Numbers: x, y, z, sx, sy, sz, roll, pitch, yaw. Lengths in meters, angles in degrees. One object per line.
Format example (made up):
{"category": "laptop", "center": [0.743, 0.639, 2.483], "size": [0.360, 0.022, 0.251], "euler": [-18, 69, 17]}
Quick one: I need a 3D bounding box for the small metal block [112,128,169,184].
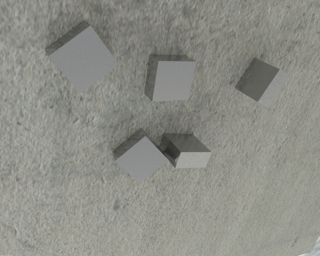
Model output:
{"category": "small metal block", "center": [-0.026, 0.037, 0.409], "size": [0.050, 0.025, 0.050], "euler": [-40, 119, 4]}

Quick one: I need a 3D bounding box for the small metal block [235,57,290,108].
{"category": "small metal block", "center": [0.141, -0.063, 0.431], "size": [0.025, 0.050, 0.050], "euler": [21, 107, -36]}

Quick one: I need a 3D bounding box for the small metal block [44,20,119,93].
{"category": "small metal block", "center": [-0.080, -0.073, 0.319], "size": [0.050, 0.025, 0.050], "euler": [-38, 130, -3]}

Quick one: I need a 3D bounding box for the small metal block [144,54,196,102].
{"category": "small metal block", "center": [0.012, -0.061, 0.377], "size": [0.050, 0.025, 0.050], "euler": [-5, 121, -26]}

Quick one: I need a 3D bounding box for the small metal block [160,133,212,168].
{"category": "small metal block", "center": [0.034, 0.031, 0.430], "size": [0.050, 0.050, 0.025], "euler": [3, 117, -30]}
